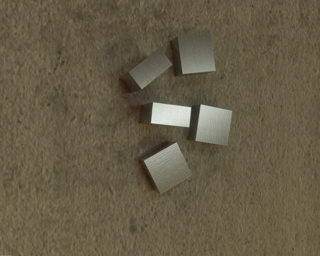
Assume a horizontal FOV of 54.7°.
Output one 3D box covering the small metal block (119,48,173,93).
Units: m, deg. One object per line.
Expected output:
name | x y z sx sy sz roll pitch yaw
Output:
small metal block | -0.019 -0.071 0.389 0.050 0.050 0.025 -41 104 -16

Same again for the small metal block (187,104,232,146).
small metal block | 0.070 -0.004 0.436 0.050 0.025 0.050 10 87 -20

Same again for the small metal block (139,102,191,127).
small metal block | 0.005 -0.016 0.399 0.050 0.050 0.025 6 88 -20

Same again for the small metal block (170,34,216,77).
small metal block | 0.046 -0.100 0.427 0.050 0.025 0.050 -9 93 -20

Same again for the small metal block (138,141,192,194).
small metal block | 0.007 0.052 0.413 0.050 0.025 0.050 -29 100 -18
